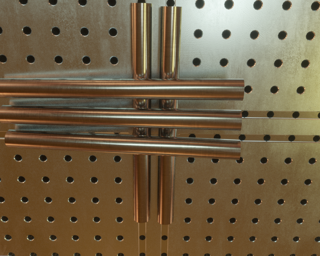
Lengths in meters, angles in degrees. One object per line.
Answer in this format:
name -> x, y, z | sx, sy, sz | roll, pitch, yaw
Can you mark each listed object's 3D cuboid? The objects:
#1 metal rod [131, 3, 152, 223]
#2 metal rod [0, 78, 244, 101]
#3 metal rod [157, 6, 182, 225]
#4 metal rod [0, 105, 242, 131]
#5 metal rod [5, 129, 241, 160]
metal rod -> -0.024, -0.005, 0.411 | 0.025, 0.025, 0.298 | 1, 110, -1
metal rod -> -0.055, -0.047, 0.373 | 0.302, 0.025, 0.025 | 1, 110, 7
metal rod -> 0.011, -0.002, 0.413 | 0.025, 0.025, 0.298 | 1, 110, -1
metal rod -> -0.054, -0.013, 0.386 | 0.302, 0.025, 0.025 | 2, 110, 7
metal rod -> -0.052, 0.020, 0.398 | 0.302, 0.025, 0.025 | 2, 110, 7
